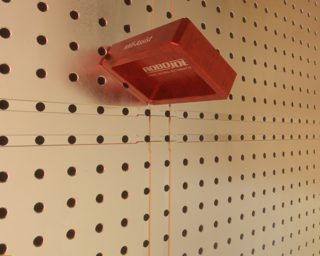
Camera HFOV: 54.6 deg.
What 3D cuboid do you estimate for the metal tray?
[{"bbox_3d":[0.006,-0.065,0.345,0.090,0.130,0.030,37,67,-34],"label":"metal tray"}]
